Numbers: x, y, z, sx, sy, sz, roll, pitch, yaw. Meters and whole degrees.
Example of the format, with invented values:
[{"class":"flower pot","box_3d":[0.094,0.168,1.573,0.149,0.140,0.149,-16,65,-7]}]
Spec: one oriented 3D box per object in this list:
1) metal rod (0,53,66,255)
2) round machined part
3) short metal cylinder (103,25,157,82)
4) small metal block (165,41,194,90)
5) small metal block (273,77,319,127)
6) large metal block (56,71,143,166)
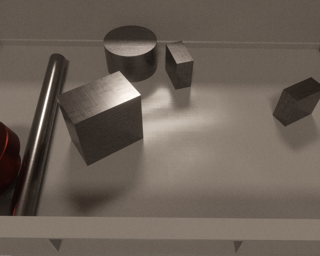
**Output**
[{"class":"metal rod","box_3d":[-0.153,0.006,0.398,0.025,0.025,0.300,-3,50,-3]},{"class":"round machined part","box_3d":[-0.197,0.042,0.343,0.098,0.042,0.098,-11,51,15]},{"class":"short metal cylinder","box_3d":[-0.045,-0.117,0.487,0.081,0.050,0.080,0,50,0]},{"class":"small metal block","box_3d":[0.028,-0.095,0.469,0.025,0.050,0.050,-13,52,-11]},{"class":"small metal block","box_3d":[0.188,-0.035,0.421,0.050,0.050,0.025,-23,54,-18]},{"class":"large metal block","box_3d":[-0.069,-0.011,0.378,0.081,0.080,0.050,-27,55,-21]}]
